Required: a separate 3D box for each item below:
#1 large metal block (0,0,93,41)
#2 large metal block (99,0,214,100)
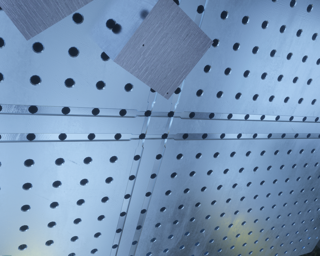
[{"bbox_3d":[-0.103,-0.133,0.256,0.080,0.050,0.080,-34,129,-6],"label":"large metal block"},{"bbox_3d":[-0.004,-0.091,0.336,0.080,0.050,0.080,32,101,-38],"label":"large metal block"}]
